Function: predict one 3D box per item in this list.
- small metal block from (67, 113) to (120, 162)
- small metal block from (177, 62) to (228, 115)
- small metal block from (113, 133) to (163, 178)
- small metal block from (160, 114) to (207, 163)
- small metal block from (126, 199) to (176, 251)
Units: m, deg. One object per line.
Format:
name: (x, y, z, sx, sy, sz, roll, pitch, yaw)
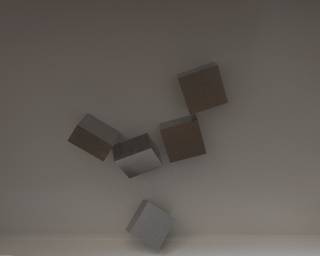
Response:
small metal block: (-0.084, 0.011, 0.400, 0.050, 0.050, 0.025, 32, 107, -9)
small metal block: (0.054, -0.051, 0.394, 0.050, 0.025, 0.050, -18, 109, 6)
small metal block: (-0.029, 0.038, 0.413, 0.050, 0.025, 0.050, -21, 141, 6)
small metal block: (0.031, 0.014, 0.417, 0.050, 0.025, 0.050, -15, 110, 5)
small metal block: (-0.014, 0.140, 0.451, 0.050, 0.025, 0.050, 35, 75, -12)
